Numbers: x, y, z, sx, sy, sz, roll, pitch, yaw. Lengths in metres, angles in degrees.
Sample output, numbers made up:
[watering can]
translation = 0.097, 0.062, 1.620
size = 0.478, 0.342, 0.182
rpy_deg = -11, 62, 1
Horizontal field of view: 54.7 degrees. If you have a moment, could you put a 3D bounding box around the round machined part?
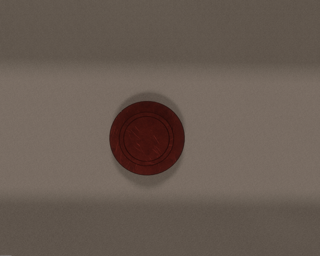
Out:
[round machined part]
translation = -0.017, 0.013, 0.403
size = 0.099, 0.042, 0.097
rpy_deg = 0, 90, -1
